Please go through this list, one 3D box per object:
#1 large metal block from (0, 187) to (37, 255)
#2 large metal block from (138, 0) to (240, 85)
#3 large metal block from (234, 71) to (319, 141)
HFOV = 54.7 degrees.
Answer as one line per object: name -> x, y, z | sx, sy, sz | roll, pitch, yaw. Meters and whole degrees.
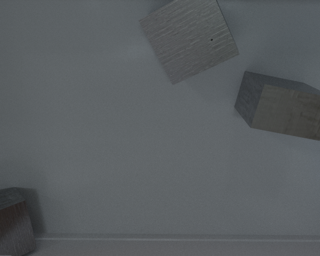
large metal block -> -0.226, 0.140, 0.425 | 0.081, 0.050, 0.079 | -18, 114, -36
large metal block -> 0.035, -0.107, 0.351 | 0.080, 0.050, 0.080 | -23, 109, 19
large metal block -> 0.144, -0.030, 0.372 | 0.081, 0.080, 0.050 | 11, 110, -4
